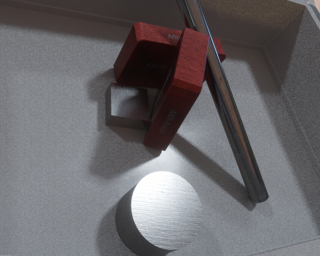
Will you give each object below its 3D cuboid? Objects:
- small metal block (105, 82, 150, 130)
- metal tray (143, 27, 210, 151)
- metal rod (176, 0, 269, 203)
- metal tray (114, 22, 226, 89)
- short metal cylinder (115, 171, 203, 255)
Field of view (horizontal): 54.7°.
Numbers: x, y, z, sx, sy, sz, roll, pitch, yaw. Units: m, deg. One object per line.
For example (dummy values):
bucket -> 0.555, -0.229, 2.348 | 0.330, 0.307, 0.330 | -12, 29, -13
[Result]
small metal block -> -0.043, -0.028, 0.401 | 0.050, 0.025, 0.050 | 8, 58, -24
metal tray -> 0.017, -0.042, 0.372 | 0.030, 0.129, 0.090 | 18, 54, -7
metal rod -> 0.081, -0.038, 0.396 | 0.025, 0.025, 0.299 | -32, 105, -38
metal tray -> 0.012, -0.092, 0.427 | 0.131, 0.090, 0.030 | 3, 61, -27
short metal cylinder -> -0.002, 0.093, 0.333 | 0.081, 0.050, 0.080 | 14, 56, -21
